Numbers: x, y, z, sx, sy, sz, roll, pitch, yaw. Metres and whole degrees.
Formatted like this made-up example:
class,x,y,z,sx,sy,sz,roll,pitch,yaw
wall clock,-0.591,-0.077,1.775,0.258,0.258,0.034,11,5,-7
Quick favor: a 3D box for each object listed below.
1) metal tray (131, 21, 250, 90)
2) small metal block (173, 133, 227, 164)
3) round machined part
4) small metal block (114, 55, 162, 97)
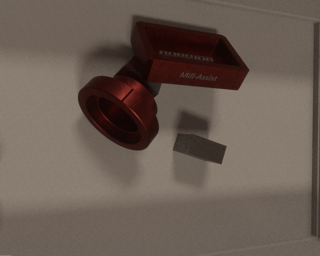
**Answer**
class,x,y,z,sx,sy,sz,roll,pitch,yaw
metal tray,0.036,-0.092,0.392,0.131,0.090,0.030,2,134,-20
small metal block,0.053,0.027,0.418,0.050,0.050,0.025,20,84,-19
round machined part,-0.042,-0.022,0.359,0.098,0.098,0.042,45,59,-15
small metal block,-0.026,-0.061,0.386,0.025,0.050,0.050,-39,106,21
